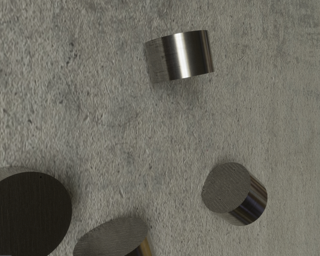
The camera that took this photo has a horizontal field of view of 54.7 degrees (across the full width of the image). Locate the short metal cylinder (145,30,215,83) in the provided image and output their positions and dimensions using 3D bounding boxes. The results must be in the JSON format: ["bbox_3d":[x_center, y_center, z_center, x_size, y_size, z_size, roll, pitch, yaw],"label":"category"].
[{"bbox_3d":[0.025,-0.088,0.389,0.081,0.080,0.050,-19,102,-39],"label":"short metal cylinder"}]

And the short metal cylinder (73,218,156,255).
[{"bbox_3d":[-0.045,0.140,0.331,0.081,0.080,0.050,-24,106,-37],"label":"short metal cylinder"}]

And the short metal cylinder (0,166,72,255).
[{"bbox_3d":[-0.129,0.077,0.281,0.081,0.050,0.080,0,90,-40],"label":"short metal cylinder"}]

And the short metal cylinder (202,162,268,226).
[{"bbox_3d":[0.111,0.098,0.462,0.050,0.080,0.080,40,66,-33],"label":"short metal cylinder"}]
